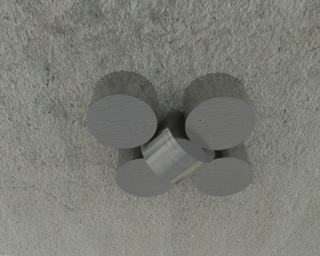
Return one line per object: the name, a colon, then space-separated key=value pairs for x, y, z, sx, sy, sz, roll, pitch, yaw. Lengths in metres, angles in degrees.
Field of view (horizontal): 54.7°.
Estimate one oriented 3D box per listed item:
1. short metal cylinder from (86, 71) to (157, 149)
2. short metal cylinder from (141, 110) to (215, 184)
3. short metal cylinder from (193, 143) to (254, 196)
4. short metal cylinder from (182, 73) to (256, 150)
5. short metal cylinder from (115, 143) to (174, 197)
short metal cylinder: x=-0.043 y=-0.021 z=0.372 sx=0.081 sy=0.050 sz=0.079 roll=0 pitch=130 yaw=0
short metal cylinder: x=0.023 y=0.024 z=0.393 sx=0.080 sy=0.080 sz=0.050 roll=32 pitch=123 yaw=-25
short metal cylinder: x=0.085 y=0.051 z=0.436 sx=0.081 sy=0.050 sz=0.079 roll=0 pitch=130 yaw=0
short metal cylinder: x=0.069 y=-0.019 z=0.375 sx=0.081 sy=0.050 sz=0.079 roll=0 pitch=130 yaw=0
short metal cylinder: x=-0.020 y=0.053 z=0.435 sx=0.081 sy=0.050 sz=0.079 roll=0 pitch=130 yaw=0
